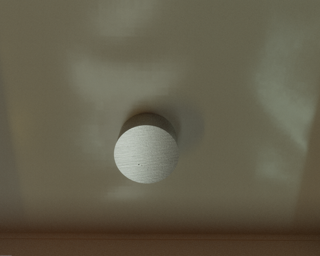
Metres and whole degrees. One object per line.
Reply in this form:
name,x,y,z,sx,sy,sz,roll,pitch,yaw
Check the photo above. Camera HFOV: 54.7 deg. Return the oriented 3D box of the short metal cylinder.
short metal cylinder,-0.017,0.025,0.407,0.081,0.050,0.079,0,110,-1
